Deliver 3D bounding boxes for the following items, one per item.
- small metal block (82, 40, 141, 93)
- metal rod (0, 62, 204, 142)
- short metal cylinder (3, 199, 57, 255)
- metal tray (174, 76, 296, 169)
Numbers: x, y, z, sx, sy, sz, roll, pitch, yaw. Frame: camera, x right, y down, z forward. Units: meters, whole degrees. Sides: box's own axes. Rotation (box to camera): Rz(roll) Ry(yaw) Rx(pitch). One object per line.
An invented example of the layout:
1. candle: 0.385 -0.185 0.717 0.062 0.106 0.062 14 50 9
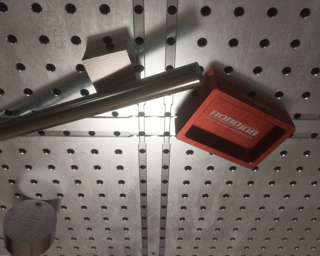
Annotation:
1. small metal block: -0.054 -0.067 0.354 0.050 0.025 0.050 -12 130 9
2. metal rod: -0.097 -0.022 0.364 0.301 0.025 0.025 -13 130 21
3. short metal cylinder: -0.215 0.166 0.514 0.081 0.080 0.050 12 129 -11
4. metal tray: 0.096 -0.002 0.407 0.131 0.030 0.089 23 126 -19
